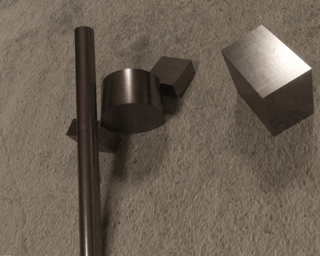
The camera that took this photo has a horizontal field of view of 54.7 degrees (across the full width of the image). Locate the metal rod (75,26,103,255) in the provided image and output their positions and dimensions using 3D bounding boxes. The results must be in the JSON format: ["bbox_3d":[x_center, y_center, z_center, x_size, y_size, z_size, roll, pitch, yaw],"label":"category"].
[{"bbox_3d":[-0.088,0.017,0.377,0.025,0.025,0.299,-10,76,22],"label":"metal rod"}]

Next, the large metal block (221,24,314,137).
[{"bbox_3d":[0.118,-0.050,0.337,0.050,0.080,0.080,-32,52,7],"label":"large metal block"}]

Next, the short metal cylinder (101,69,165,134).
[{"bbox_3d":[-0.036,-0.032,0.403,0.080,0.080,0.050,-16,61,19],"label":"short metal cylinder"}]

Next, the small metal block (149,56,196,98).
[{"bbox_3d":[0.014,-0.072,0.435,0.050,0.025,0.050,17,60,34],"label":"small metal block"}]

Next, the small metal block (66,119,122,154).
[{"bbox_3d":[-0.090,0.012,0.426,0.050,0.050,0.025,5,65,30],"label":"small metal block"}]
